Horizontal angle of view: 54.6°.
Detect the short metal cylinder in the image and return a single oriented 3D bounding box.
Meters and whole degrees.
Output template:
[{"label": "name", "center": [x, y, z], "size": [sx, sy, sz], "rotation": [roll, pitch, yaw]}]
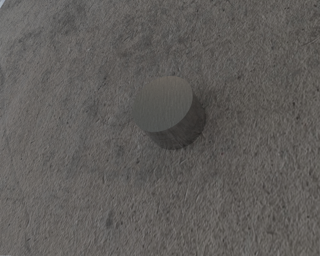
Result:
[{"label": "short metal cylinder", "center": [0.012, -0.019, 0.394], "size": [0.080, 0.050, 0.080], "rotation": [-13, 56, 21]}]
